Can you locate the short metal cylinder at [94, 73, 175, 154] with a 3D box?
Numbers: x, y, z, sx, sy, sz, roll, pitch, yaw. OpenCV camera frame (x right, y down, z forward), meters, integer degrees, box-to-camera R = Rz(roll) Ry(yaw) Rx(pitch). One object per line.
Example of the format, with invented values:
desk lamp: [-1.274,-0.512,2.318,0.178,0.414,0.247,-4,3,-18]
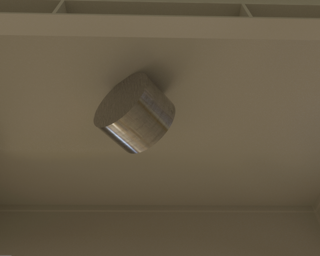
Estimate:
short metal cylinder: [-0.029,-0.017,0.358,0.080,0.080,0.050,-31,124,23]
